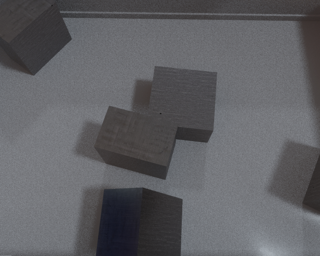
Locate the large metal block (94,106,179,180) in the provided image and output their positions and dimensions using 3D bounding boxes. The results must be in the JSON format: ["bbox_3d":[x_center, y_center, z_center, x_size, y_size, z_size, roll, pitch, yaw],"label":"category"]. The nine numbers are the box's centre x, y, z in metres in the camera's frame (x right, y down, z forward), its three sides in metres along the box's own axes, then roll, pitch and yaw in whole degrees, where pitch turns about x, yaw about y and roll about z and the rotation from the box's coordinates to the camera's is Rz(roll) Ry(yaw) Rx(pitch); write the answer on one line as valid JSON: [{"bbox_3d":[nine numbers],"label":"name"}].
[{"bbox_3d":[-0.025,0.021,0.372,0.080,0.080,0.050,15,71,5],"label":"large metal block"}]

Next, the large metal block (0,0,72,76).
[{"bbox_3d":[-0.178,-0.133,0.428,0.050,0.080,0.080,36,74,12],"label":"large metal block"}]

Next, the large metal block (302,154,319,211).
[{"bbox_3d":[0.220,0.059,0.360,0.050,0.080,0.080,26,72,9],"label":"large metal block"}]

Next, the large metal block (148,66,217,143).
[{"bbox_3d":[0.029,-0.030,0.407,0.080,0.050,0.080,6,70,2],"label":"large metal block"}]

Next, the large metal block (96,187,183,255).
[{"bbox_3d":[-0.019,0.111,0.331,0.050,0.080,0.080,-10,66,31],"label":"large metal block"}]
